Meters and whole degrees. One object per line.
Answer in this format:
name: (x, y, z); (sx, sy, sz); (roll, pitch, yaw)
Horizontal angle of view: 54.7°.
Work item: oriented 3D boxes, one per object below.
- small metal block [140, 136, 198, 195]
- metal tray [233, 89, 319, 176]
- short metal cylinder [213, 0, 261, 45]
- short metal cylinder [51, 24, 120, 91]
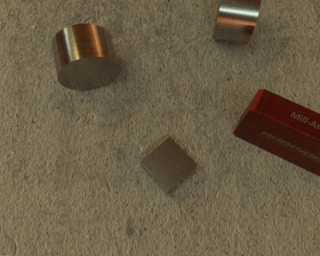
small metal block: (0.011, 0.048, 0.391); (0.050, 0.025, 0.050); (-40, 75, -13)
metal tray: (0.162, 0.010, 0.371); (0.130, 0.090, 0.030); (26, 72, 9)
short metal cylinder: (0.108, -0.163, 0.440); (0.050, 0.080, 0.080); (11, 71, 4)
short metal cylinder: (-0.098, -0.092, 0.412); (0.081, 0.080, 0.050); (-15, 71, -5)
